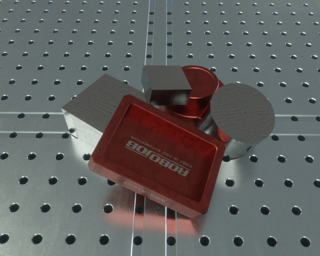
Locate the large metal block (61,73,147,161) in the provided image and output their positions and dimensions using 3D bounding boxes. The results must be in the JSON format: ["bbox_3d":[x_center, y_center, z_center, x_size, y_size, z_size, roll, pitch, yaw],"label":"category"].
[{"bbox_3d":[-0.065,-0.016,0.404,0.080,0.050,0.080,29,56,22],"label":"large metal block"}]

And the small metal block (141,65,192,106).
[{"bbox_3d":[0.007,-0.055,0.393,0.050,0.025,0.050,-3,46,-17],"label":"small metal block"}]

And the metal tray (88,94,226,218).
[{"bbox_3d":[0.000,0.030,0.341,0.131,0.030,0.090,27,59,-6],"label":"metal tray"}]

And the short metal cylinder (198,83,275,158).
[{"bbox_3d":[0.093,-0.009,0.384,0.081,0.050,0.080,5,64,-10],"label":"short metal cylinder"}]

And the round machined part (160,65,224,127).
[{"bbox_3d":[0.047,-0.052,0.440,0.099,0.042,0.098,0,50,0],"label":"round machined part"}]
